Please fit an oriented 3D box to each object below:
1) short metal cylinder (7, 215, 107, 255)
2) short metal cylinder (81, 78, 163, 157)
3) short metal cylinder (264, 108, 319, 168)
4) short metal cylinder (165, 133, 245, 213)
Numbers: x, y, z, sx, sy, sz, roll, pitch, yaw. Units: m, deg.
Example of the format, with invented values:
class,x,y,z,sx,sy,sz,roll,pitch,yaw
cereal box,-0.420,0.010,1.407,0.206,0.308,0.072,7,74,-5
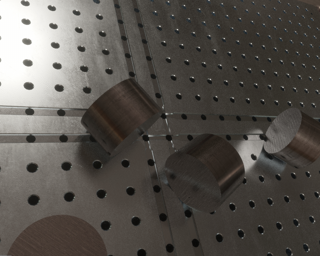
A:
class,x,y,z,sx,sy,sz,roll,pitch,yaw
short metal cylinder,-0.092,0.122,0.269,0.081,0.050,0.080,14,56,-21
short metal cylinder,-0.043,-0.012,0.358,0.050,0.080,0.080,48,51,5
short metal cylinder,0.208,0.015,0.478,0.050,0.080,0.080,29,52,-10
short metal cylinder,0.053,0.053,0.371,0.050,0.080,0.080,-32,80,-38
